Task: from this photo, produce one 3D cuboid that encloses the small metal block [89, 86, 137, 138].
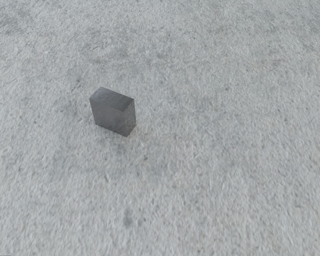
[{"bbox_3d":[-0.060,-0.021,0.404,0.050,0.050,0.025,22,54,17],"label":"small metal block"}]
